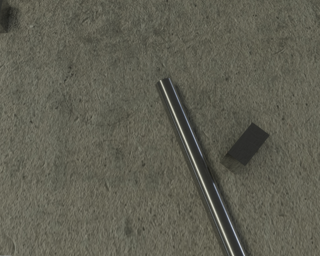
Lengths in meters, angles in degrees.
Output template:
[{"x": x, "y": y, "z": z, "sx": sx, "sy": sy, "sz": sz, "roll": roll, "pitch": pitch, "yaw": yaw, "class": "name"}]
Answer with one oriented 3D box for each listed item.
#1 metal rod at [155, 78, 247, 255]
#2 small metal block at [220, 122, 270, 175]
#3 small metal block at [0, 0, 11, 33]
[{"x": 0.057, "y": 0.070, "z": 0.383, "sx": 0.025, "sy": 0.025, "sz": 0.299, "roll": -19, "pitch": 71, "yaw": -7, "class": "metal rod"}, {"x": 0.104, "y": 0.027, "z": 0.386, "sx": 0.025, "sy": 0.050, "sz": 0.050, "roll": 39, "pitch": 75, "yaw": 13, "class": "small metal block"}, {"x": -0.259, "y": -0.171, "z": 0.467, "sx": 0.050, "sy": 0.025, "sz": 0.050, "roll": -3, "pitch": 70, "yaw": -2, "class": "small metal block"}]
